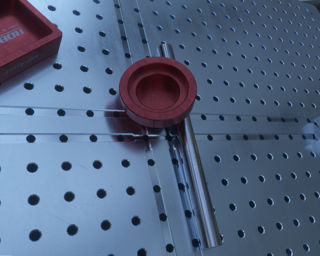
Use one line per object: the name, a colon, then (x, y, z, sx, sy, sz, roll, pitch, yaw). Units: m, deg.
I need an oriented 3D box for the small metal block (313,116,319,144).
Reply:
small metal block: (0.317, 0.009, 0.577, 0.050, 0.025, 0.050, 24, 53, -14)

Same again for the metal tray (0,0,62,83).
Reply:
metal tray: (-0.195, -0.106, 0.364, 0.090, 0.030, 0.131, 42, 51, 1)

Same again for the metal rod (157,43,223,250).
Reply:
metal rod: (0.034, 0.007, 0.423, 0.025, 0.025, 0.299, 3, 60, -27)

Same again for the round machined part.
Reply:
round machined part: (-0.003, -0.043, 0.409, 0.099, 0.042, 0.098, 1, 63, -2)
